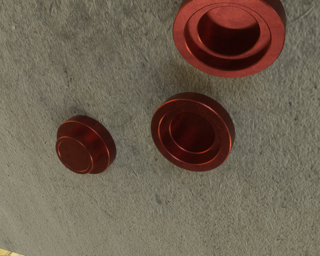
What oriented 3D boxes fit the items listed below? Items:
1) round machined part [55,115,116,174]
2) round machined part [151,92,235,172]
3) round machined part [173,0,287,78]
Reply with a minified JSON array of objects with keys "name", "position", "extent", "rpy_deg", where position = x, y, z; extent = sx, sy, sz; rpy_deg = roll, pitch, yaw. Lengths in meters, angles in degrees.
[{"name":"round machined part","position":[-0.121,0.033,0.480],"extent":[0.098,0.042,0.097],"rpy_deg":[13,124,21]},{"name":"round machined part","position":[0.042,0.001,0.374],"extent":[0.098,0.042,0.097],"rpy_deg":[13,124,21]},{"name":"round machined part","position":[0.065,-0.095,0.287],"extent":[0.098,0.042,0.098],"rpy_deg":[13,149,8]}]
